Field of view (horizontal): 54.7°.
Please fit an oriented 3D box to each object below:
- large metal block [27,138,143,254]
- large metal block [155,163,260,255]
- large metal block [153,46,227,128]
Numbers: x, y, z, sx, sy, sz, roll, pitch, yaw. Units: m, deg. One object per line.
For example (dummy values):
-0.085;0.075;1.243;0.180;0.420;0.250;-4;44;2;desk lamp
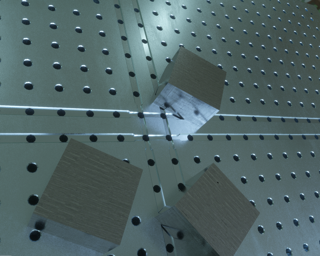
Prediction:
-0.073;0.069;0.312;0.080;0.050;0.080;26;53;-13;large metal block
0.056;0.102;0.362;0.080;0.050;0.080;48;51;5;large metal block
0.045;-0.060;0.455;0.080;0.050;0.080;27;52;-12;large metal block
